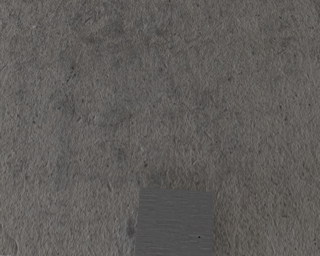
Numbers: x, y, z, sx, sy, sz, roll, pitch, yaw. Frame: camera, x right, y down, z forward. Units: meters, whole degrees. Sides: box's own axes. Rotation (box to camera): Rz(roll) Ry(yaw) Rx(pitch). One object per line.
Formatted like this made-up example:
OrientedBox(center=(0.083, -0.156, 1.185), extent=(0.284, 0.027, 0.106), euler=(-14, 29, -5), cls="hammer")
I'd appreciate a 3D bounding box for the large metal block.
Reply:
OrientedBox(center=(0.016, 0.114, 0.353), extent=(0.080, 0.050, 0.080), euler=(4, 70, 1), cls="large metal block")
